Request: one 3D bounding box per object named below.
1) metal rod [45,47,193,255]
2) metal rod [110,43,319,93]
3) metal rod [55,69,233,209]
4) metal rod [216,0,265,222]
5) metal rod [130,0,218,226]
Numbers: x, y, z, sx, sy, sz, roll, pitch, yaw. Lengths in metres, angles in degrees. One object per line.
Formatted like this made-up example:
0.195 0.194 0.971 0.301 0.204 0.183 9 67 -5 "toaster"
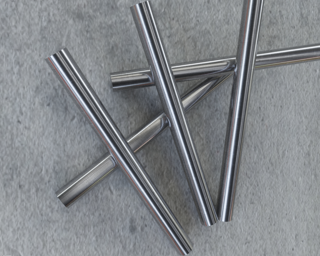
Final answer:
-0.036 0.044 0.370 0.025 0.025 0.299 -37 112 -16 "metal rod"
0.085 -0.083 0.417 0.302 0.025 0.025 -10 94 -11 "metal rod"
-0.003 -0.004 0.408 0.301 0.025 0.025 -38 103 -16 "metal rod"
0.104 -0.016 0.411 0.025 0.025 0.298 0 104 -20 "metal rod"
0.024 -0.005 0.393 0.025 0.025 0.298 -25 108 -19 "metal rod"
